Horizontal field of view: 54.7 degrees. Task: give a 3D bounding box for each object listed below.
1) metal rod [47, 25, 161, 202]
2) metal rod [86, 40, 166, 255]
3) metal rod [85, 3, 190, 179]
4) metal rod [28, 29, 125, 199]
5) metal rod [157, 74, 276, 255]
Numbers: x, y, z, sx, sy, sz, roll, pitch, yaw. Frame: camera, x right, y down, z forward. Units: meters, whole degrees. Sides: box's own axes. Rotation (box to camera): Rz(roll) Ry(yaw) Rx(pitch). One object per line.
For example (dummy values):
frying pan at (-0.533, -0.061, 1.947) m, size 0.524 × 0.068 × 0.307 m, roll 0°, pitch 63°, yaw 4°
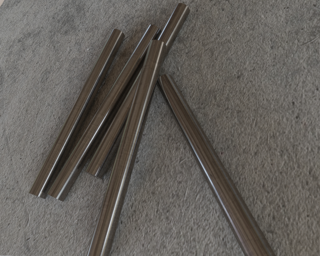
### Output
metal rod at (-0.075, -0.033, 0.463) m, size 0.025 × 0.025 × 0.300 m, roll 16°, pitch 70°, yaw 34°
metal rod at (-0.038, 0.016, 0.399) m, size 0.025 × 0.025 × 0.299 m, roll 3°, pitch 67°, yaw 29°
metal rod at (-0.026, -0.065, 0.457) m, size 0.025 × 0.025 × 0.300 m, roll 14°, pitch 69°, yaw 34°
metal rod at (-0.123, -0.035, 0.490) m, size 0.025 × 0.025 × 0.300 m, roll 7°, pitch 65°, yaw 31°
metal rod at (0.056, 0.041, 0.349) m, size 0.025 × 0.025 × 0.300 m, roll -31°, pitch 52°, yaw 8°
